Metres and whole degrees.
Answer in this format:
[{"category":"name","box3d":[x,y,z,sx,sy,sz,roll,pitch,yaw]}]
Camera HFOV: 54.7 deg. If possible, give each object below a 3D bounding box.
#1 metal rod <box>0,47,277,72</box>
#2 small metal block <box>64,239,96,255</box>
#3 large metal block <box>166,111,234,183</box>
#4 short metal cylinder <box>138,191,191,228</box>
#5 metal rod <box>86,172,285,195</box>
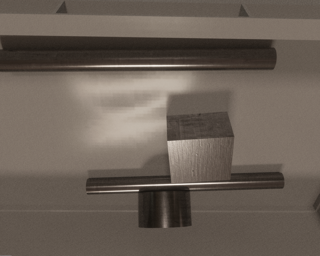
[{"category":"metal rod","box3d":[-0.026,-0.076,0.344,0.302,0.025,0.025,-1,130,0]},{"category":"small metal block","box3d":[-0.158,0.250,0.606,0.050,0.050,0.025,-12,129,10]},{"category":"large metal block","box3d":[0.052,0.027,0.417,0.080,0.050,0.079,-4,130,3]},{"category":"short metal cylinder","box3d":[0.007,0.125,0.475,0.081,0.050,0.080,-2,165,0]},{"category":"metal rod","box3d":[0.038,0.087,0.483,0.302,0.025,0.025,-2,130,1]}]
